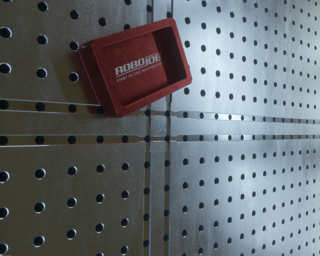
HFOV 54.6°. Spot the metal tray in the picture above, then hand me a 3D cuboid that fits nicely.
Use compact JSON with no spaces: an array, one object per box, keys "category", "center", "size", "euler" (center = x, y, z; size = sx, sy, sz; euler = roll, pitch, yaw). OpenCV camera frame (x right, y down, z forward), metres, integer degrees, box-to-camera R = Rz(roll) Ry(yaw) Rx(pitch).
[{"category":"metal tray","center":[-0.023,-0.077,0.385],"size":[0.131,0.030,0.090],"euler":[-30,109,-36]}]
